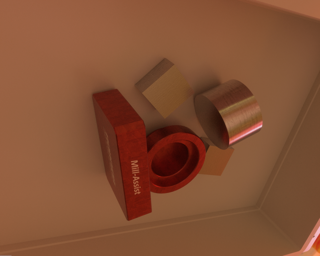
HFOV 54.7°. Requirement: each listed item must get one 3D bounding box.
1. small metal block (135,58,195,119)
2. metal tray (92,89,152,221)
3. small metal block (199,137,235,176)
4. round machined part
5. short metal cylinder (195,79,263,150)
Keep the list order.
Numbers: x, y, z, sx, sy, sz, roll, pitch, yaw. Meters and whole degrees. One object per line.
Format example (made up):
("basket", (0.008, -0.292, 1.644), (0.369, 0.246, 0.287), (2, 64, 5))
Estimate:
("small metal block", (0.006, -0.048, 0.382), (0.050, 0.025, 0.050), (-42, 128, 1))
("metal tray", (-0.044, 0.031, 0.361), (0.030, 0.090, 0.129), (-16, 125, -19))
("small metal block", (0.079, 0.045, 0.480), (0.050, 0.025, 0.050), (10, 113, -32))
("round machined part", (0.010, 0.038, 0.424), (0.099, 0.042, 0.097), (-14, 125, -21))
("short metal cylinder", (0.089, -0.018, 0.411), (0.050, 0.080, 0.080), (-26, 128, -13))
